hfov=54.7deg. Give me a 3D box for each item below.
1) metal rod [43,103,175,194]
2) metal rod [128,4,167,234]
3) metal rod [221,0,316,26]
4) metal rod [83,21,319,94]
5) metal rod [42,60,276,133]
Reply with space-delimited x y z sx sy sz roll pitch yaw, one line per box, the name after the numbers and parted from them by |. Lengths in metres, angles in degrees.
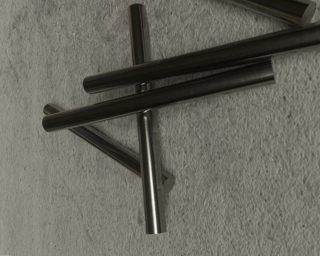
-0.097 0.019 0.485 0.300 0.025 0.025 26 107 37 | metal rod
-0.018 -0.021 0.399 0.025 0.025 0.299 -16 74 39 | metal rod
0.039 -0.180 0.372 0.300 0.025 0.025 37 113 34 | metal rod
0.034 -0.072 0.346 0.300 0.025 0.025 -6 86 30 | metal rod
-0.020 -0.031 0.373 0.300 0.025 0.025 -11 83 24 | metal rod
